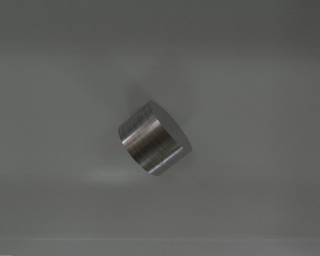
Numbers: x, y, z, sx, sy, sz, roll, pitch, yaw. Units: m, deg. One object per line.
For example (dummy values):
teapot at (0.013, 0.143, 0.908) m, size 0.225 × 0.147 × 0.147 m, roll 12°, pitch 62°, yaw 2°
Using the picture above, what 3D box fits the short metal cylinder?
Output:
short metal cylinder at (-0.005, 0.012, 0.384) m, size 0.050 × 0.080 × 0.080 m, roll -40°, pitch 106°, yaw 13°
